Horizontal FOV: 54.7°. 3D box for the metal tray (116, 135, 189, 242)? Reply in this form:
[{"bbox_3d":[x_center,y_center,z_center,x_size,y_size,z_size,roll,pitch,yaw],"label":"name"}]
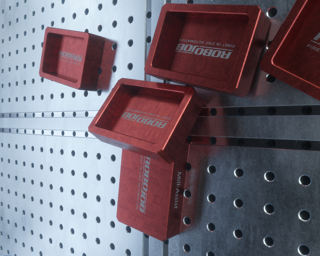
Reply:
[{"bbox_3d":[-0.012,0.072,0.414,0.090,0.030,0.129,9,96,39],"label":"metal tray"}]

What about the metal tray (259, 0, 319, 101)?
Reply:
[{"bbox_3d":[0.166,-0.063,0.268,0.130,0.030,0.089,40,114,32],"label":"metal tray"}]

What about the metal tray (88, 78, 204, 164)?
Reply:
[{"bbox_3d":[-0.021,-0.015,0.393,0.130,0.030,0.090,14,67,38],"label":"metal tray"}]

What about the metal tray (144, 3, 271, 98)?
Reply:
[{"bbox_3d":[0.048,-0.093,0.357,0.130,0.030,0.089,19,95,38],"label":"metal tray"}]

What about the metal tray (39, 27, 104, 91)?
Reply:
[{"bbox_3d":[-0.155,-0.120,0.530,0.130,0.030,0.089,20,103,37],"label":"metal tray"}]
